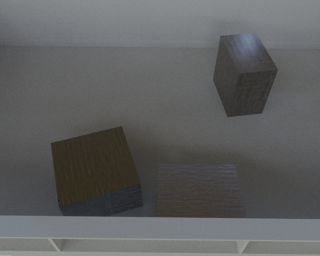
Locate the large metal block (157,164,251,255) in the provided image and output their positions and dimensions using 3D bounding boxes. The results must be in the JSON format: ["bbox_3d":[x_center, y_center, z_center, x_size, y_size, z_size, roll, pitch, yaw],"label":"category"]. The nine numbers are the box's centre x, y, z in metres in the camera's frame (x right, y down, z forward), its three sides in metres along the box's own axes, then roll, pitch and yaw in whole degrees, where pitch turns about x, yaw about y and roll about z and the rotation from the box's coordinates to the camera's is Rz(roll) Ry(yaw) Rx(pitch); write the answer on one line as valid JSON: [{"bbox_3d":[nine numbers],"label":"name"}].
[{"bbox_3d":[0.038,0.083,0.311,0.080,0.050,0.080,0,41,0],"label":"large metal block"}]

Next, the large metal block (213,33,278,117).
[{"bbox_3d":[0.114,-0.073,0.432,0.050,0.080,0.080,-6,50,-5],"label":"large metal block"}]

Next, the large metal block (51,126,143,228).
[{"bbox_3d":[-0.070,0.052,0.344,0.081,0.050,0.080,-14,52,-12],"label":"large metal block"}]
